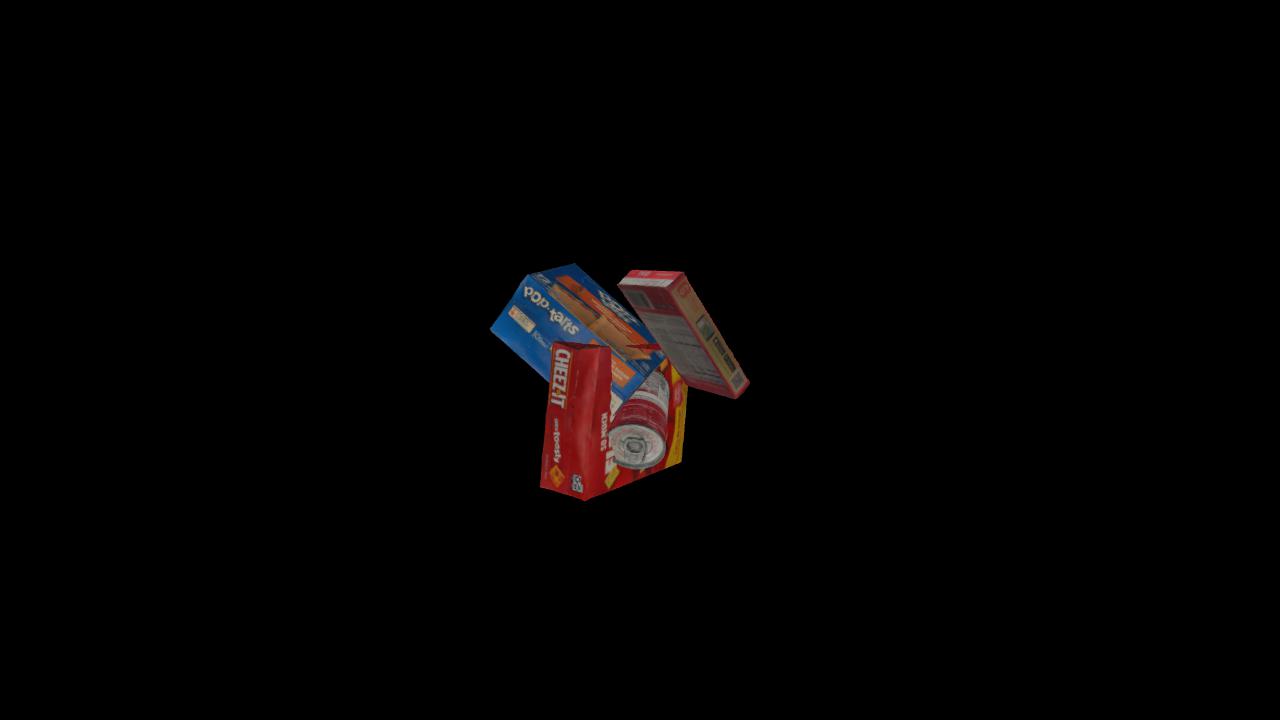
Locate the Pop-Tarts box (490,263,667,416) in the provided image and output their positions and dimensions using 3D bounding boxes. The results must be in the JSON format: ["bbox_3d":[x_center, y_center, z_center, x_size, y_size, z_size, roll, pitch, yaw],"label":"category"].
[{"bbox_3d":[-0.061,-0.023,0.712,0.167,0.083,0.141,42,20,3],"label":"Pop-Tarts box"}]

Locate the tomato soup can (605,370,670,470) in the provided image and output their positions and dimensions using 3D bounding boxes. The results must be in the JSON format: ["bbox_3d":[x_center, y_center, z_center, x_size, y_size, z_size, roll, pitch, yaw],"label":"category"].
[{"bbox_3d":[-0.002,0.062,0.691,0.068,0.068,0.101,0,38,6],"label":"tomato soup can"}]

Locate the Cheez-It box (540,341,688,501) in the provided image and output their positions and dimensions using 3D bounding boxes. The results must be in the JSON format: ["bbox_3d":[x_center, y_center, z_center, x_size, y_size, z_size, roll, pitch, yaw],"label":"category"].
[{"bbox_3d":[-0.020,0.058,0.733,0.071,0.166,0.223,9,8,30],"label":"Cheez-It box"}]

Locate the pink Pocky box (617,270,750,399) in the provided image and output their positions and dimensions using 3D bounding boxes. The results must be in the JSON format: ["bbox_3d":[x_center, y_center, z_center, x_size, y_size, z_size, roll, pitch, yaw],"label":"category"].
[{"bbox_3d":[0.046,-0.026,0.636,0.029,0.155,0.084,-47,32,-20],"label":"pink Pocky box"}]
